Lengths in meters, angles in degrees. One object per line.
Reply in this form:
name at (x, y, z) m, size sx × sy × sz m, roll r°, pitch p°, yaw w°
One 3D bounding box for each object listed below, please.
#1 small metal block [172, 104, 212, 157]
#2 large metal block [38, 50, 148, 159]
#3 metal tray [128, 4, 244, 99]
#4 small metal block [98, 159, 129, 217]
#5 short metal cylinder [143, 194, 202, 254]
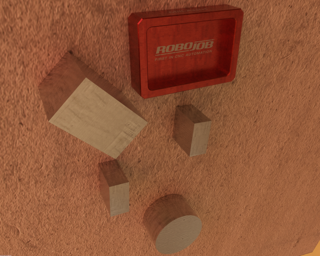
small metal block at (0.041, 0.002, 0.415) m, size 0.025 × 0.050 × 0.050 m, roll -9°, pitch 123°, yaw -24°
large metal block at (-0.070, -0.024, 0.318) m, size 0.050 × 0.080 × 0.080 m, roll -49°, pitch 129°, yaw 6°
metal tray at (0.031, -0.091, 0.363) m, size 0.131 × 0.030 × 0.089 m, roll -14°, pitch 124°, yaw -21°
small metal block at (-0.061, 0.078, 0.406) m, size 0.025 × 0.050 × 0.050 m, roll -11°, pitch 123°, yaw -23°
short metal cylinder at (0.019, 0.153, 0.496) m, size 0.081 × 0.050 × 0.079 m, roll -14°, pitch 124°, yaw -21°
